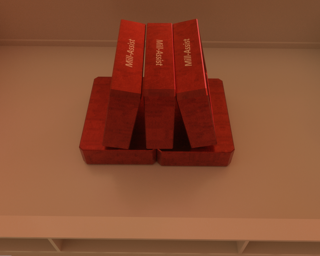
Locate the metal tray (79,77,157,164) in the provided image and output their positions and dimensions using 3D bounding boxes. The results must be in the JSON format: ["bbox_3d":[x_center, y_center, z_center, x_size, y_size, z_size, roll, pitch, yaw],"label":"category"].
[{"bbox_3d":[-0.049,-0.014,0.410,0.091,0.030,0.130,1,50,0],"label":"metal tray"}]

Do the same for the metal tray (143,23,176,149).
[{"bbox_3d":[0.000,-0.051,0.363,0.030,0.089,0.130,0,48,0],"label":"metal tray"}]

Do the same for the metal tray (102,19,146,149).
[{"bbox_3d":[-0.041,-0.052,0.362,0.030,0.089,0.130,8,49,-10],"label":"metal tray"}]

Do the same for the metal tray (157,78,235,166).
[{"bbox_3d":[0.043,-0.012,0.410,0.091,0.030,0.130,1,50,0],"label":"metal tray"}]

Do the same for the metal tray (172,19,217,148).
[{"bbox_3d":[0.040,-0.053,0.364,0.030,0.090,0.130,-9,49,11],"label":"metal tray"}]
